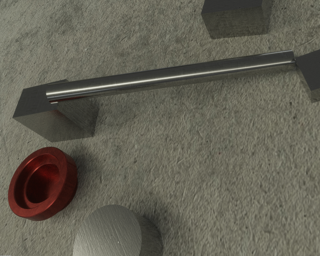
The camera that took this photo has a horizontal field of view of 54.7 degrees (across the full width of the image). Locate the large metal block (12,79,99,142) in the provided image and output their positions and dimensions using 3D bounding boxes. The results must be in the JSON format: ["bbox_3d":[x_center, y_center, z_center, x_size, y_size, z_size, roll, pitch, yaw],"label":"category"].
[{"bbox_3d":[-0.151,-0.022,0.459,0.080,0.080,0.050,-8,59,24],"label":"large metal block"}]

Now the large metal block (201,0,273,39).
[{"bbox_3d":[0.112,-0.176,0.437,0.080,0.050,0.080,3,63,29],"label":"large metal block"}]

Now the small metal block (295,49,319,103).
[{"bbox_3d":[0.185,-0.062,0.344,0.050,0.025,0.050,-18,55,17],"label":"small metal block"}]

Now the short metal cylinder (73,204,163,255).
[{"bbox_3d":[-0.044,0.128,0.331,0.080,0.050,0.080,-13,56,20],"label":"short metal cylinder"}]

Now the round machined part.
[{"bbox_3d":[-0.153,0.078,0.423,0.098,0.042,0.098,-13,56,20],"label":"round machined part"}]

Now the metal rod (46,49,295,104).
[{"bbox_3d":[0.009,-0.063,0.385,0.302,0.025,0.025,-7,57,5],"label":"metal rod"}]
